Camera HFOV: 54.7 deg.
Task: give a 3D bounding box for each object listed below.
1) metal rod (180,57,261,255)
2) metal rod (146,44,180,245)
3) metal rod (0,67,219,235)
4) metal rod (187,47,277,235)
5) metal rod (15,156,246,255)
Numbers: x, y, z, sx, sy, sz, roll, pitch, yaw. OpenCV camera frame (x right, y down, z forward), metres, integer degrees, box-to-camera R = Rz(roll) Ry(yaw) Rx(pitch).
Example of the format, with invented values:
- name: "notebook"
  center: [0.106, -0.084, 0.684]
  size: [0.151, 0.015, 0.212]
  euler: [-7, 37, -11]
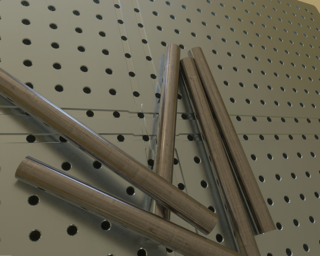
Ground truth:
- name: "metal rod"
  center: [0.075, 0.026, 0.434]
  size: [0.025, 0.025, 0.299]
  euler: [0, 62, -29]
- name: "metal rod"
  center: [0.009, -0.001, 0.415]
  size: [0.025, 0.025, 0.300]
  euler: [18, 55, -18]
- name: "metal rod"
  center: [-0.069, 0.021, 0.339]
  size: [0.301, 0.025, 0.025]
  euler: [34, 51, 2]
- name: "metal rod"
  center: [0.099, 0.004, 0.460]
  size: [0.025, 0.025, 0.299]
  euler: [-3, 63, -30]
- name: "metal rod"
  center: [-0.002, 0.103, 0.314]
  size: [0.301, 0.025, 0.025]
  euler: [25, 52, -1]
